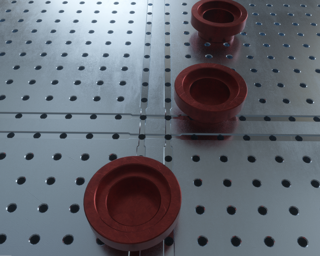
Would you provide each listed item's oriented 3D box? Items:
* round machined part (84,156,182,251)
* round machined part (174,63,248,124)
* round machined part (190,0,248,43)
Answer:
[{"bbox_3d":[-0.027,0.081,0.328,0.099,0.042,0.098,0,50,0],"label":"round machined part"},{"bbox_3d":[0.069,-0.044,0.435,0.099,0.042,0.098,0,50,0],"label":"round machined part"},{"bbox_3d":[0.104,-0.191,0.559,0.099,0.042,0.098,0,50,0],"label":"round machined part"}]
